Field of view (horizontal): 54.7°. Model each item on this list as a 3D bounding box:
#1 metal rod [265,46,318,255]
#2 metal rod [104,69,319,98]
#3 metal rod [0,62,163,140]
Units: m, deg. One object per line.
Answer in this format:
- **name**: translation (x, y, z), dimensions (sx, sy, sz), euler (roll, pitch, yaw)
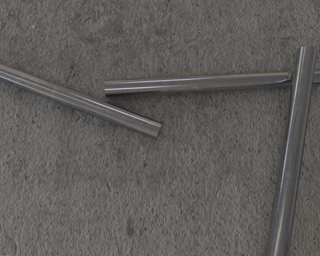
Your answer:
- **metal rod**: translation (0.161, 0.037, 0.380), dimensions (0.025, 0.025, 0.299), euler (13, 76, 5)
- **metal rod**: translation (0.076, -0.062, 0.431), dimensions (0.302, 0.025, 0.025), euler (-3, 70, -2)
- **metal rod**: translation (-0.140, -0.048, 0.424), dimensions (0.301, 0.025, 0.025), euler (20, 71, 7)
